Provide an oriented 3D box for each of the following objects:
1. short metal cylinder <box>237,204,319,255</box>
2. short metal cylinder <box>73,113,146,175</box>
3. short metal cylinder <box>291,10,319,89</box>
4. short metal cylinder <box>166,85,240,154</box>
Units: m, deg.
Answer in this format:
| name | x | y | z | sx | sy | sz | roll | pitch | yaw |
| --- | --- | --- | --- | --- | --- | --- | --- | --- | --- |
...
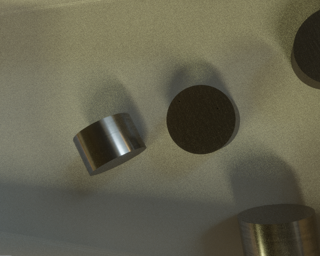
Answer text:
| name | x | y | z | sx | sy | sz | roll | pitch | yaw |
| --- | --- | --- | --- | --- | --- | --- | --- | --- | --- |
| short metal cylinder | 0.129 | 0.117 | 0.336 | 0.080 | 0.080 | 0.050 | -10 | 87 | 20 |
| short metal cylinder | -0.065 | 0.022 | 0.404 | 0.080 | 0.080 | 0.050 | -31 | 80 | 17 |
| short metal cylinder | 0.185 | -0.083 | 0.332 | 0.080 | 0.050 | 0.080 | 0 | 90 | 20 |
| short metal cylinder | 0.054 | -0.010 | 0.378 | 0.080 | 0.050 | 0.080 | 0 | 90 | 20 |
